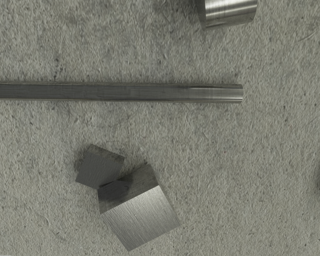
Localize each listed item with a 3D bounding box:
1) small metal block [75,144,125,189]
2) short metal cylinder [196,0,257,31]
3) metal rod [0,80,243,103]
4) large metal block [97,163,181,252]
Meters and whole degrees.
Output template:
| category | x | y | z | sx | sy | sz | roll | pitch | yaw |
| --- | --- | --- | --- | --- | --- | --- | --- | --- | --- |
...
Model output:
| category | x | y | z | sx | sy | sz | roll | pitch | yaw |
| --- | --- | --- | --- | --- | --- | --- | --- | --- | --- |
| small metal block | -0.083 | 0.057 | 0.430 | 0.050 | 0.025 | 0.050 | 23 | 108 | -9 |
| short metal cylinder | 0.066 | -0.148 | 0.327 | 0.050 | 0.080 | 0.079 | -10 | 110 | 4 |
| metal rod | -0.048 | -0.045 | 0.392 | 0.302 | 0.025 | 0.025 | 1 | 110 | -1 |
| large metal block | -0.028 | 0.108 | 0.421 | 0.080 | 0.050 | 0.080 | -27 | 120 | -1 |
